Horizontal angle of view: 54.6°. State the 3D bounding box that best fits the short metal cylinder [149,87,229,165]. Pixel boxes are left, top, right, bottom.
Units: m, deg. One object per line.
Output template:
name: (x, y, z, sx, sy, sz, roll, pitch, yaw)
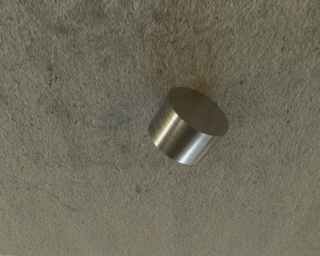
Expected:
short metal cylinder: (0.034, -0.004, 0.368, 0.080, 0.080, 0.050, 21, 127, -17)
